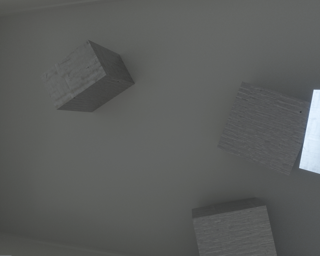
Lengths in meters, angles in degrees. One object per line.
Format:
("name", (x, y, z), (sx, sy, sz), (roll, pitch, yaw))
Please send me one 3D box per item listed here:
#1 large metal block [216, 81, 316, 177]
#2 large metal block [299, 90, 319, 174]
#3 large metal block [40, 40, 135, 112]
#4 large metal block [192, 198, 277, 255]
("large metal block", (0.121, 0.000, 0.355), (0.080, 0.050, 0.080), (22, 97, 18))
("large metal block", (0.193, 0.009, 0.307), (0.050, 0.081, 0.079), (15, 97, 62))
("large metal block", (-0.093, -0.064, 0.413), (0.080, 0.080, 0.050), (-31, 80, 17))
("large metal block", (0.085, 0.131, 0.357), (0.080, 0.050, 0.080), (-11, 86, 4))
